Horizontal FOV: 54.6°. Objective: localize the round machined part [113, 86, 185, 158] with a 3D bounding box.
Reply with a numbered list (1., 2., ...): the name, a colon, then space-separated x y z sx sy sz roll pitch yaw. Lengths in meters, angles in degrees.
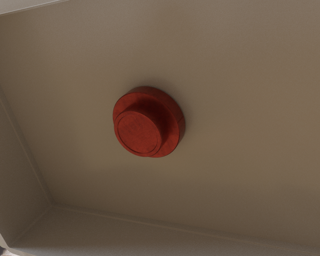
1. round machined part: -0.020 -0.001 0.404 0.098 0.042 0.097 13 124 21
